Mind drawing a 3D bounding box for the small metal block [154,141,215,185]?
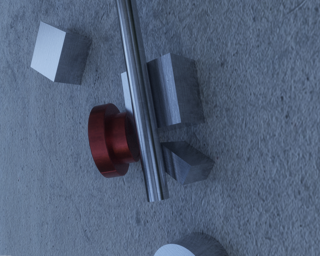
[{"bbox_3d":[0.028,0.039,0.364,0.050,0.050,0.025,35,112,34],"label":"small metal block"}]

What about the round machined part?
[{"bbox_3d":[-0.055,0.015,0.409,0.042,0.098,0.097,-10,83,10],"label":"round machined part"}]

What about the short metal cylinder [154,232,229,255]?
[{"bbox_3d":[0.036,0.167,0.357,0.080,0.050,0.079,0,90,39],"label":"short metal cylinder"}]

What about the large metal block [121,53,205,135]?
[{"bbox_3d":[0.003,-0.038,0.385,0.080,0.050,0.080,-14,81,39],"label":"large metal block"}]

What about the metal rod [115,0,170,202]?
[{"bbox_3d":[-0.027,-0.067,0.359,0.025,0.025,0.298,-16,80,38],"label":"metal rod"}]

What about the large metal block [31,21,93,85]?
[{"bbox_3d":[-0.168,-0.126,0.524,0.080,0.050,0.079,31,109,35],"label":"large metal block"}]
